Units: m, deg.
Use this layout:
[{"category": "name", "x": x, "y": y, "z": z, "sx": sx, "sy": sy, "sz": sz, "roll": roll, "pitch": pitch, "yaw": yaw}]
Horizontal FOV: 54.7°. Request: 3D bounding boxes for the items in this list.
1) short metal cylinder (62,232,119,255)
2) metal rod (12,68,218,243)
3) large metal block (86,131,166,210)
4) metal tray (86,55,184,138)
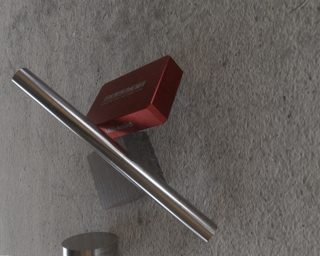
[{"category": "short metal cylinder", "x": -0.101, "y": 0.189, "z": 0.453, "sx": 0.080, "sy": 0.081, "sz": 0.050, "roll": -3, "pitch": 88, "yaw": 40}, {"category": "metal rod", "x": -0.057, "y": 0.029, "z": 0.372, "sx": 0.300, "sy": 0.025, "sz": 0.025, "roll": 39, "pitch": 117, "yaw": 5}, {"category": "large metal block", "x": -0.048, "y": 0.058, "z": 0.428, "sx": 0.080, "sy": 0.050, "sz": 0.080, "roll": -34, "pitch": 69, "yaw": 35}, {"category": "metal tray", "x": -0.038, "y": -0.035, "z": 0.401, "sx": 0.130, "sy": 0.030, "sz": 0.090, "roll": -15, "pitch": 42, "yaw": 39}]
